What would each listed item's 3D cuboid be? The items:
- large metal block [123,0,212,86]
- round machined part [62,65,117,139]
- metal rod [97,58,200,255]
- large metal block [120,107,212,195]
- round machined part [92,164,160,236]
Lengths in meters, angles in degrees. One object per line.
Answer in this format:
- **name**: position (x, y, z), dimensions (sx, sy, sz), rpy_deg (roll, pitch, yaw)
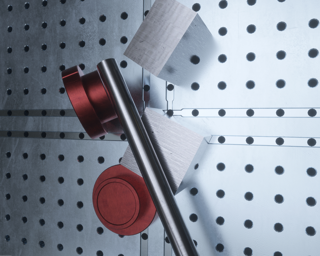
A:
- **large metal block**: position (0.012, -0.103, 0.379), dimensions (0.050, 0.080, 0.080), rpy_deg (37, 102, 16)
- **round machined part**: position (-0.088, -0.038, 0.409), dimensions (0.042, 0.098, 0.098), rpy_deg (-23, 82, -4)
- **metal rod**: position (-0.007, 0.056, 0.361), dimensions (0.025, 0.025, 0.299), rpy_deg (-26, 82, 18)
- **large metal block**: position (0.008, 0.027, 0.396), dimensions (0.080, 0.050, 0.080), rpy_deg (28, 99, 17)
- **round machined part**: position (-0.050, 0.098, 0.421), dimensions (0.098, 0.042, 0.097), rpy_deg (0, 90, 20)
